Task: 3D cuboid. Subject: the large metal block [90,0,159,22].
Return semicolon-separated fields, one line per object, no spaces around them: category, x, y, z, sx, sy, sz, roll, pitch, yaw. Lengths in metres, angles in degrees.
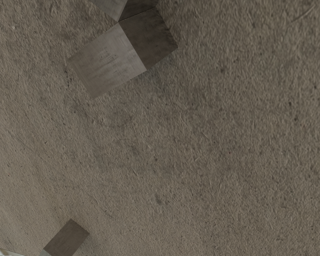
large metal block;-0.042;-0.155;0.297;0.080;0.080;0.050;38;129;2

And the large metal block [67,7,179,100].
large metal block;-0.038;-0.082;0.341;0.080;0.080;0.050;-21;107;36

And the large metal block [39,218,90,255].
large metal block;-0.198;0.244;0.627;0.050;0.080;0.080;38;129;3
